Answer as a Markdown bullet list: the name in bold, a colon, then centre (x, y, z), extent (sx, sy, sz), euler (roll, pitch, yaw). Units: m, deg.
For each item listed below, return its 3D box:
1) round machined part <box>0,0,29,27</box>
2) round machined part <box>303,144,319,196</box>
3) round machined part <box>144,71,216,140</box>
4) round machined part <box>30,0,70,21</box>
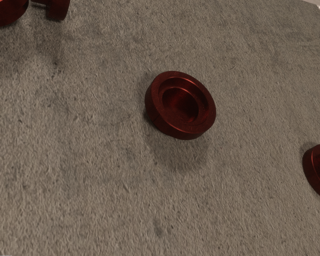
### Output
- **round machined part**: centre (-0.198, -0.158, 0.366), extent (0.099, 0.042, 0.098), euler (-2, 63, 4)
- **round machined part**: centre (0.288, 0.070, 0.509), extent (0.099, 0.042, 0.098), euler (14, 56, -21)
- **round machined part**: centre (0.024, -0.026, 0.424), extent (0.099, 0.042, 0.098), euler (14, 56, -21)
- **round machined part**: centre (-0.141, -0.193, 0.400), extent (0.042, 0.097, 0.098), euler (5, 60, -27)
